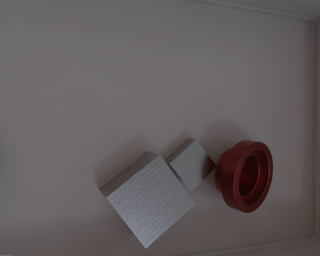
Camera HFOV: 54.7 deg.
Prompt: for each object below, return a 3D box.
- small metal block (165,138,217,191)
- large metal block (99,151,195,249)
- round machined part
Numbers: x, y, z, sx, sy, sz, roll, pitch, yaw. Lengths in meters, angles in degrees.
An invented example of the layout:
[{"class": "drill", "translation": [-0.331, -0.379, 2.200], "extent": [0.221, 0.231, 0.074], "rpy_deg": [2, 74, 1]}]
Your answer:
[{"class": "small metal block", "translation": [0.041, 0.050, 0.427], "extent": [0.050, 0.025, 0.050], "rpy_deg": [-41, 104, -16]}, {"class": "large metal block", "translation": [-0.017, 0.087, 0.392], "extent": [0.080, 0.050, 0.080], "rpy_deg": [-38, 103, -16]}, {"class": "round machined part", "translation": [0.114, 0.065, 0.434], "extent": [0.099, 0.042, 0.097], "rpy_deg": [-8, 102, -42]}]
